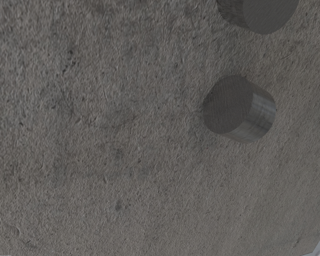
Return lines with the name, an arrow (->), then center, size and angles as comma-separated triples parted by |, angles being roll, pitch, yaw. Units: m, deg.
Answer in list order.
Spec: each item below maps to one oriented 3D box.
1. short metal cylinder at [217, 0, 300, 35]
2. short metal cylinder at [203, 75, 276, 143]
short metal cylinder -> 0.113, -0.154, 0.357 | 0.081, 0.050, 0.079 | -14, 124, -21
short metal cylinder -> 0.104, -0.024, 0.413 | 0.050, 0.080, 0.080 | 20, 108, -36
